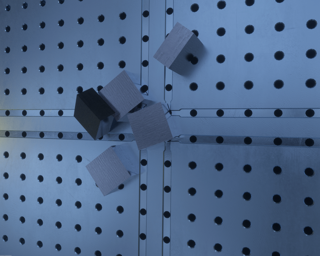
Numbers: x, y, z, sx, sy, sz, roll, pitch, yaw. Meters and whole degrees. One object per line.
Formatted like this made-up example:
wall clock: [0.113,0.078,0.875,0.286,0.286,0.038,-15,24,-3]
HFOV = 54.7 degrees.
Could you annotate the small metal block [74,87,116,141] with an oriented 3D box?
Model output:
small metal block: [-0.092,-0.019,0.430,0.050,0.025,0.050,47,143,13]

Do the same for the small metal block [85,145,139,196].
small metal block: [-0.068,0.059,0.435,0.050,0.025,0.050,-38,78,15]

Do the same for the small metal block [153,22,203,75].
small metal block: [0.024,-0.098,0.390,0.025,0.050,0.050,40,102,15]

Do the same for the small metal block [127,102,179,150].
small metal block: [-0.009,-0.002,0.415,0.050,0.025,0.050,-21,83,18]

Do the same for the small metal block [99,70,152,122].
small metal block: [-0.049,-0.044,0.429,0.050,0.025,0.050,-38,78,15]
